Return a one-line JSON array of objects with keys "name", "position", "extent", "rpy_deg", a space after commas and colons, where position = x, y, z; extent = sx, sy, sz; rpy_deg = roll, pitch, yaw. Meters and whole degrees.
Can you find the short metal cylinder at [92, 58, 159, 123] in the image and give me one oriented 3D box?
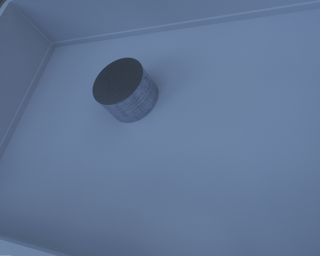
[{"name": "short metal cylinder", "position": [-0.049, -0.054, 0.447], "extent": [0.080, 0.050, 0.080], "rpy_deg": [-13, 56, 20]}]
